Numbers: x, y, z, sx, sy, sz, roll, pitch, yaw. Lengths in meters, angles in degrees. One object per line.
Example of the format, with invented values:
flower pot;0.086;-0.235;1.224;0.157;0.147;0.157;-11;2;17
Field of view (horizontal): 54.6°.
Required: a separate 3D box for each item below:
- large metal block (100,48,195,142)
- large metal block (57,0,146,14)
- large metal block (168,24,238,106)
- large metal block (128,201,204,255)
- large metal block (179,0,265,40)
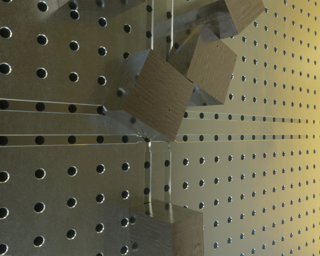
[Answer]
large metal block;-0.013;-0.037;0.381;0.080;0.050;0.080;33;70;-35
large metal block;-0.068;-0.174;0.335;0.081;0.050;0.080;-12;98;-39
large metal block;0.057;-0.085;0.439;0.080;0.050;0.080;29;72;-36
large metal block;0.007;0.140;0.378;0.050;0.080;0.080;-4;93;-40
large metal block;0.090;-0.166;0.447;0.080;0.080;0.050;-45;117;-31
